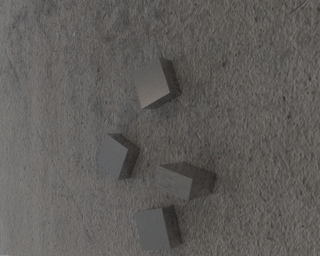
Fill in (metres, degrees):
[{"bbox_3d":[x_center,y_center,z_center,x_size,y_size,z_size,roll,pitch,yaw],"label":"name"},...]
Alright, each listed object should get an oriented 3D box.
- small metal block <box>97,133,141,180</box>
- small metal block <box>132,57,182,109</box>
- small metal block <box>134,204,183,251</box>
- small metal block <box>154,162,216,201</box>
[{"bbox_3d":[-0.061,0.041,0.456,0.050,0.025,0.050,32,110,35],"label":"small metal block"},{"bbox_3d":[-0.005,-0.058,0.409,0.050,0.025,0.050,-27,73,37],"label":"small metal block"},{"bbox_3d":[-0.003,0.131,0.407,0.050,0.025,0.050,-21,77,38],"label":"small metal block"},{"bbox_3d":[0.030,0.061,0.364,0.050,0.050,0.025,16,100,39],"label":"small metal block"}]
